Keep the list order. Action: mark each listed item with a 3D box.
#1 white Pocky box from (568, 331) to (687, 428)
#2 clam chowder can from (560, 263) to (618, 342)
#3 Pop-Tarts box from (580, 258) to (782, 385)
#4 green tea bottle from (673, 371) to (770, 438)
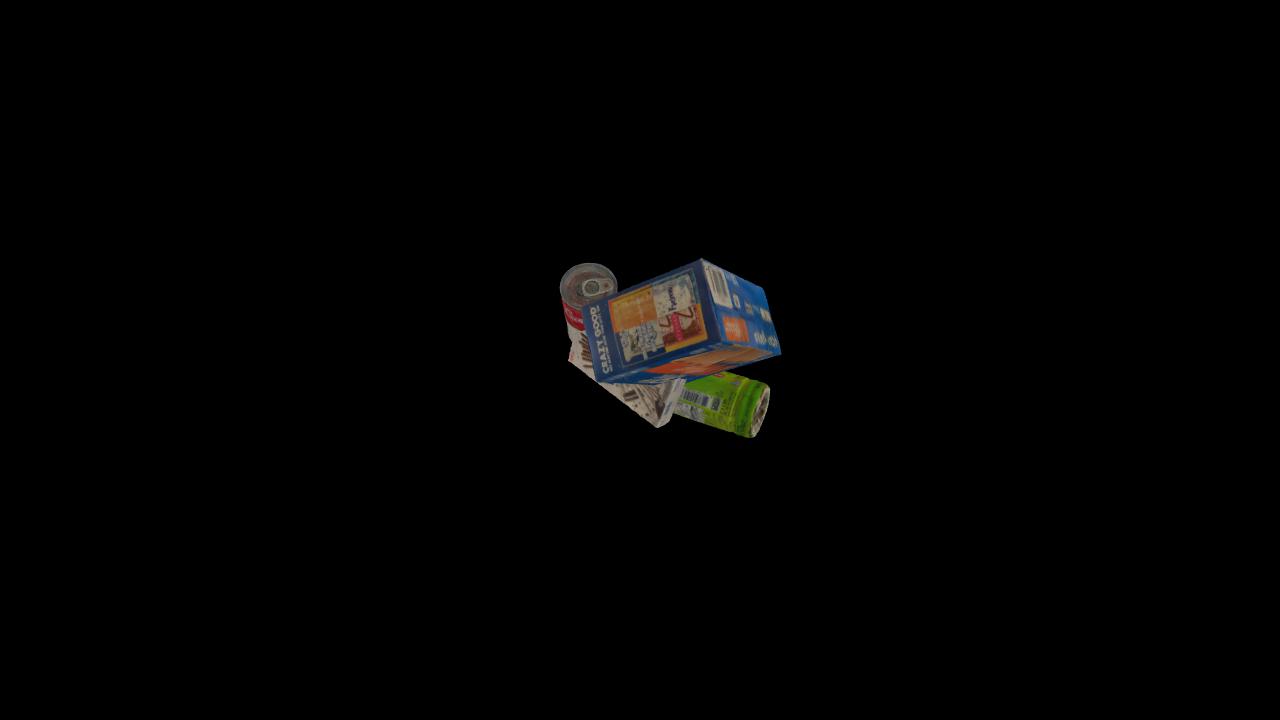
[{"bbox_3d":[-0.016,0.003,0.724,0.154,0.084,0.028,35,34,26],"label":"white Pocky box"},{"bbox_3d":[-0.060,-0.062,0.755,0.068,0.068,0.102,0,-28,-1],"label":"clam chowder can"},{"bbox_3d":[0.048,-0.029,0.641,0.141,0.083,0.167,-18,-13,28],"label":"Pop-Tarts box"},{"bbox_3d":[0.052,0.033,0.770,0.212,0.073,0.073,18,6,20],"label":"green tea bottle"}]
